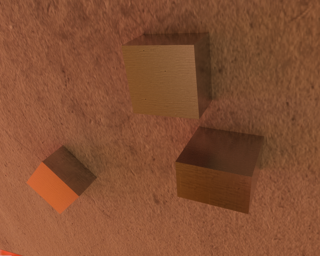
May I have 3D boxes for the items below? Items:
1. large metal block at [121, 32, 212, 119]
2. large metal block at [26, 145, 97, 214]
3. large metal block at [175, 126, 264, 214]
[{"bbox_3d":[0.011,-0.060,0.347,0.080,0.050,0.079,6,121,24],"label":"large metal block"},{"bbox_3d":[-0.170,0.090,0.533,0.080,0.050,0.080,45,129,-4],"label":"large metal block"},{"bbox_3d":[0.071,0.044,0.360,0.080,0.080,0.050,9,122,23],"label":"large metal block"}]
